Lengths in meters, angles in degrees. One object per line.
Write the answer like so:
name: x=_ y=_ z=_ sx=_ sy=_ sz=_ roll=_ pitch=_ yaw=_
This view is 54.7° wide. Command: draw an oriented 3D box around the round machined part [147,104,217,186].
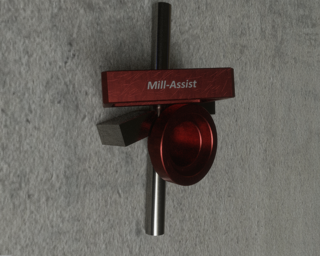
round machined part: x=0.024 y=0.019 z=0.381 sx=0.099 sy=0.042 sz=0.097 roll=-4 pitch=96 yaw=-42

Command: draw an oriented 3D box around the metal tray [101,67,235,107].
metal tray: x=0.003 y=-0.042 z=0.338 sx=0.131 sy=0.090 sz=0.030 roll=-4 pitch=92 yaw=-11

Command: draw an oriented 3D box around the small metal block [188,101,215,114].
small metal block: x=0.040 y=-0.030 z=0.426 sx=0.050 sy=0.050 sz=0.025 roll=-2 pitch=92 yaw=-40

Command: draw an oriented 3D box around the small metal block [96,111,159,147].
small metal block: x=-0.038 y=0.000 z=0.360 sx=0.050 sy=0.050 sz=0.025 roll=-25 pitch=106 yaw=-38

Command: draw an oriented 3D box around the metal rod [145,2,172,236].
metal rod: x=-0.002 y=-0.013 z=0.407 sx=0.025 sy=0.025 sz=0.298 roll=3 pitch=88 yaw=-40
